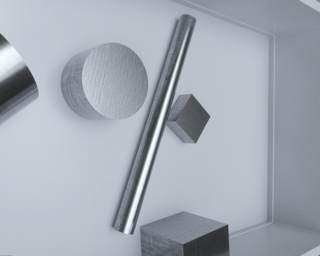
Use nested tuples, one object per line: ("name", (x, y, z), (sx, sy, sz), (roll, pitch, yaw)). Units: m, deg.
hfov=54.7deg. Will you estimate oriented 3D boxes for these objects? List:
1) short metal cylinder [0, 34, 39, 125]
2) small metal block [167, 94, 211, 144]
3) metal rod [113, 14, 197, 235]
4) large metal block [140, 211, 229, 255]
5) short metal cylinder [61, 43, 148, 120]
("short metal cylinder", (-0.147, -0.040, 0.249), (0.050, 0.080, 0.080), (-47, 118, -30))
("small metal block", (0.039, -0.013, 0.442), (0.050, 0.025, 0.050), (46, 62, -31))
("metal rod", (-0.002, -0.015, 0.406), (0.025, 0.025, 0.299), (27, 73, -37))
("large metal block", (0.032, 0.150, 0.400), (0.081, 0.080, 0.050), (-5, 94, -40))
("short metal cylinder", (-0.060, -0.049, 0.341), (0.081, 0.050, 0.079), (0, 90, -40))
